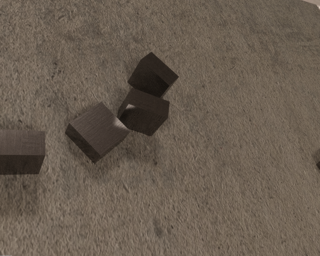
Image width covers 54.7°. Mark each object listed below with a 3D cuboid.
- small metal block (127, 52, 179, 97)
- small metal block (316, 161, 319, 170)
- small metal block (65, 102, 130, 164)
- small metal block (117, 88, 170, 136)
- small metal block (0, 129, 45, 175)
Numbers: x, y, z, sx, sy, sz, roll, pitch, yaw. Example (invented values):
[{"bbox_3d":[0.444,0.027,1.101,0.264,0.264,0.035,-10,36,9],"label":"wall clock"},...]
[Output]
[{"bbox_3d":[-0.010,-0.066,0.424,0.050,0.050,0.025,42,51,0],"label":"small metal block"},{"bbox_3d":[0.303,0.069,0.529,0.050,0.025,0.050,-25,75,-37],"label":"small metal block"},{"bbox_3d":[-0.073,0.005,0.363,0.050,0.025,0.050,46,51,3],"label":"small metal block"},{"bbox_3d":[-0.022,-0.018,0.388,0.050,0.050,0.025,19,54,-18],"label":"small metal block"},{"bbox_3d":[-0.140,0.024,0.298,0.050,0.050,0.025,3,61,-27],"label":"small metal block"}]
